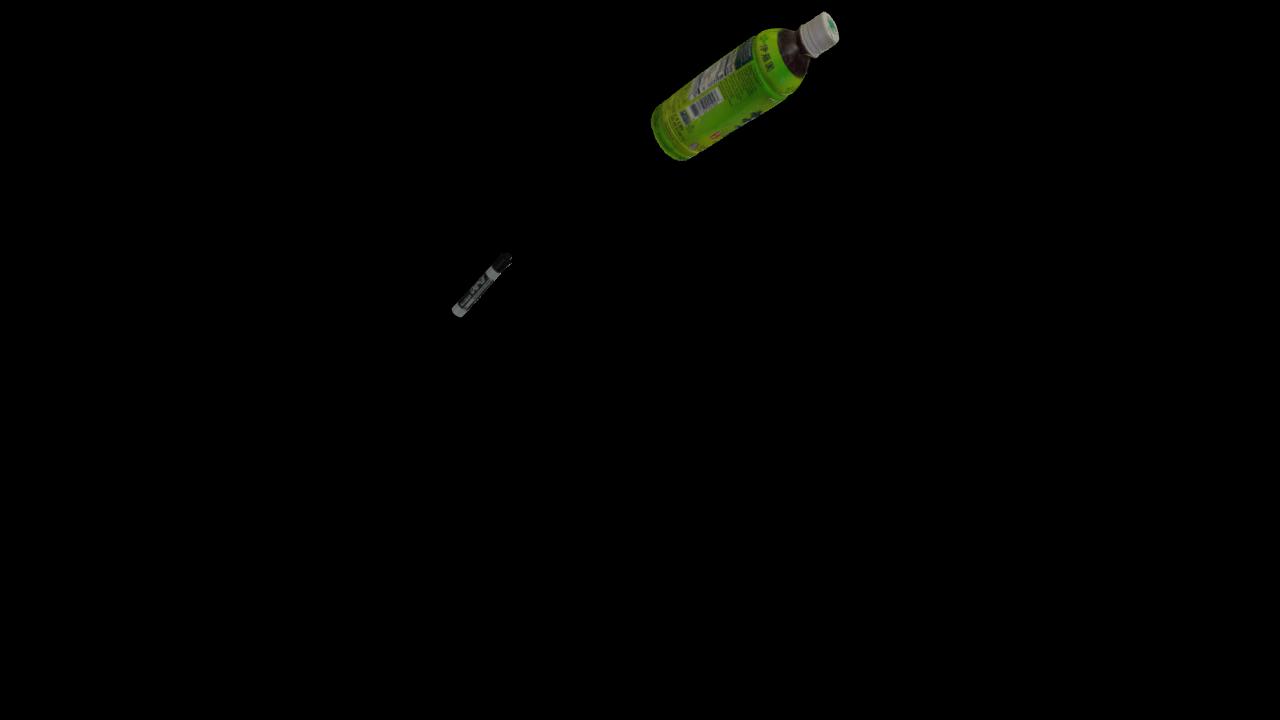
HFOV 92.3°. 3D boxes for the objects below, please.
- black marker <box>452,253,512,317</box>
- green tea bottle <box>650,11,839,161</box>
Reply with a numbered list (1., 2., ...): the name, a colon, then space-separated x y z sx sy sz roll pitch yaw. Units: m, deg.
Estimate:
1. black marker: -0.217 -0.104 0.847 0.121 0.020 0.020 -41 -19 22
2. green tea bottle: 0.105 -0.284 0.642 0.073 0.073 0.212 0 -12 -43
